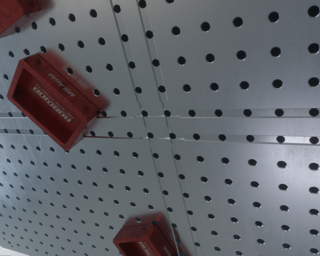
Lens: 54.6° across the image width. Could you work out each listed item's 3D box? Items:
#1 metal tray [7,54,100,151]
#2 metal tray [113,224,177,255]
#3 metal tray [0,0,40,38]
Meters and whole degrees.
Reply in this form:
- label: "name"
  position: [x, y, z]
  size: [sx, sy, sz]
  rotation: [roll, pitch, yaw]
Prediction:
- label: "metal tray"
  position: [-0.165, -0.037, 0.473]
  size: [0.130, 0.030, 0.090]
  rotation: [42, 129, -1]
- label: "metal tray"
  position: [-0.015, 0.237, 0.562]
  size: [0.090, 0.030, 0.130]
  rotation: [-21, 107, 36]
- label: "metal tray"
  position: [-0.228, -0.195, 0.409]
  size: [0.090, 0.030, 0.130]
  rotation: [-18, 109, 35]
